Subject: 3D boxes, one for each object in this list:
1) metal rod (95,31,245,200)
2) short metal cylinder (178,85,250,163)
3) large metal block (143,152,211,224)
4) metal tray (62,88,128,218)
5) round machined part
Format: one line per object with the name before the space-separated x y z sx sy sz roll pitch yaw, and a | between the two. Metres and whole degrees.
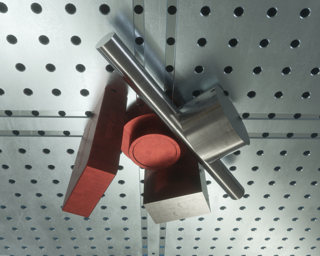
metal rod | 0.031 0.005 0.389 0.025 0.025 0.300 -28 125 21
short metal cylinder | 0.065 -0.004 0.371 0.050 0.080 0.080 -30 124 22
large metal block | 0.024 0.083 0.447 0.080 0.080 0.050 -15 129 12
metal tray | -0.074 0.025 0.364 0.030 0.130 0.089 22 127 -18
round machined part | -0.007 0.019 0.416 0.099 0.042 0.097 -1 130 0
